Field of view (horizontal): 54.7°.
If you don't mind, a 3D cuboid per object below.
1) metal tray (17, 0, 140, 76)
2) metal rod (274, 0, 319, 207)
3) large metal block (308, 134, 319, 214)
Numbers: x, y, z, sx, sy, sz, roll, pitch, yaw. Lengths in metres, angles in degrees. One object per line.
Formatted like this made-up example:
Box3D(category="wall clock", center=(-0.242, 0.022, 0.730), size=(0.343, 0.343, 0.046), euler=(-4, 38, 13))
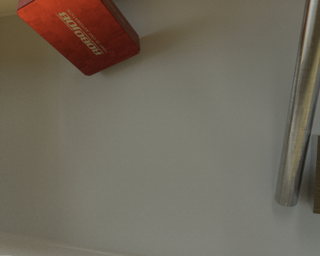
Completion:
Box3D(category="metal tray", center=(-0.095, -0.127, 0.387), size=(0.090, 0.130, 0.030), euler=(-20, 56, 19))
Box3D(category="metal rod", center=(0.142, -0.050, 0.297), size=(0.025, 0.025, 0.298), euler=(8, 117, 19))
Box3D(category="large metal block", center=(0.205, 0.049, 0.325), size=(0.080, 0.050, 0.079), euler=(3, 91, 19))
